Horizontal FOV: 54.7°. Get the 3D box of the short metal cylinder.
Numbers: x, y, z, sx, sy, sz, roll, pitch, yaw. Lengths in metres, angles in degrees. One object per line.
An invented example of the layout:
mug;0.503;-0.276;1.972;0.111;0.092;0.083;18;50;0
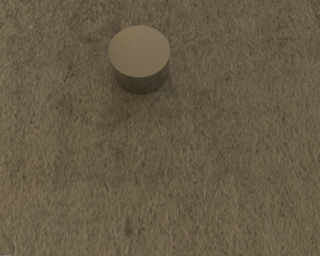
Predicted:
short metal cylinder;-0.027;-0.093;0.429;0.081;0.050;0.080;0;70;0
